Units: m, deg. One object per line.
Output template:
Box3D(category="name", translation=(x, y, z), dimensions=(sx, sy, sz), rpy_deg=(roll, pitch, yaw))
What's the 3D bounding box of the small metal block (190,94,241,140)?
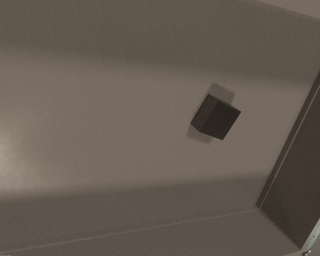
Box3D(category="small metal block", translation=(0.080, -0.015, 0.445), dimensions=(0.050, 0.025, 0.050), rpy_deg=(19, 108, -36))
